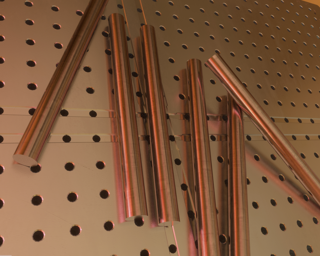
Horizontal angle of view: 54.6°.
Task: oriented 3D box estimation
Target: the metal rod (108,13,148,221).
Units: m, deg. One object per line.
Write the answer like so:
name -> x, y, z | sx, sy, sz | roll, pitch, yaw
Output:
metal rod -> -0.046, -0.034, 0.403 | 0.025, 0.025, 0.299 | 5, 59, -26

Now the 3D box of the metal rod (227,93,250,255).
metal rod -> 0.106, 0.063, 0.425 | 0.025, 0.025, 0.300 | 20, 54, -17

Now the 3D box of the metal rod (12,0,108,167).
metal rod -> -0.114, -0.088, 0.400 | 0.025, 0.025, 0.300 | 22, 54, -15

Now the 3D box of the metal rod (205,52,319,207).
metal rod -> 0.172, 0.011, 0.469 | 0.300, 0.025, 0.025 | 51, 51, -1

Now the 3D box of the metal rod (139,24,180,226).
metal rod -> -0.005, -0.023, 0.419 | 0.025, 0.025, 0.299 | 8, 58, -24

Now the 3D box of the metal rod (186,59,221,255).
metal rod -> 0.055, 0.025, 0.421 | 0.025, 0.025, 0.300 | 13, 56, -21
